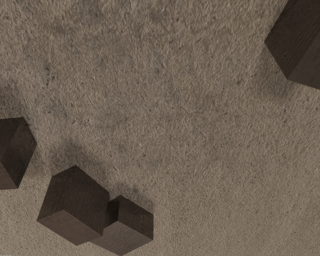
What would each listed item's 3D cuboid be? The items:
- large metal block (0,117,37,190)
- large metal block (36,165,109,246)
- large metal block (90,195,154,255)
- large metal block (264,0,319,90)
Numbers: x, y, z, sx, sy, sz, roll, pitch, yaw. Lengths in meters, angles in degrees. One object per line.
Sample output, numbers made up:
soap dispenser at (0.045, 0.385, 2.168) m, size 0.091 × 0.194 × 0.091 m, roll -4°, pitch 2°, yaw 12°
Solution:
large metal block at (-0.217, 0.033, 0.396) m, size 0.080 × 0.080 × 0.050 m, roll -5°, pitch 130°, yaw 3°
large metal block at (-0.127, 0.117, 0.469) m, size 0.050 × 0.080 × 0.080 m, roll -26°, pitch 126°, yaw 20°
large metal block at (-0.068, 0.171, 0.535) m, size 0.080 × 0.050 × 0.080 m, roll -35°, pitch 122°, yaw 26°
large metal block at (0.153, -0.093, 0.294) m, size 0.050 × 0.080 × 0.079 m, roll 14°, pitch 129°, yaw -12°
